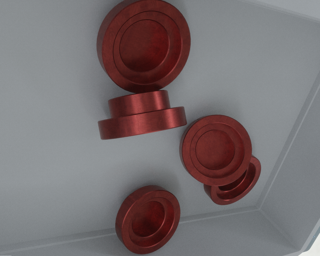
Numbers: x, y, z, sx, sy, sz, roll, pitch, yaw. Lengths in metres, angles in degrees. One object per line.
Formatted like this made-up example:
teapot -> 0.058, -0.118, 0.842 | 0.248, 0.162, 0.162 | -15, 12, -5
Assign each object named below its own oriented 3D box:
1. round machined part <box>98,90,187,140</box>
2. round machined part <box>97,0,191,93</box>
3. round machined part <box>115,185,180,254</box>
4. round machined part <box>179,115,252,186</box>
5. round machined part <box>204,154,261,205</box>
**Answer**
round machined part -> -0.021, -0.016, 0.351 | 0.099, 0.098, 0.042 | -11, 92, -23
round machined part -> -0.020, -0.090, 0.332 | 0.099, 0.042, 0.097 | -14, 124, -21
round machined part -> -0.022, 0.130, 0.457 | 0.099, 0.042, 0.097 | -9, 107, -32
round machined part -> 0.075, 0.030, 0.440 | 0.099, 0.042, 0.097 | 0, 91, -7
round machined part -> 0.113, 0.075, 0.508 | 0.099, 0.042, 0.097 | -15, 126, -21
